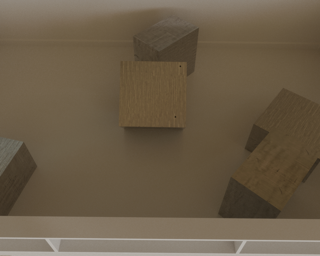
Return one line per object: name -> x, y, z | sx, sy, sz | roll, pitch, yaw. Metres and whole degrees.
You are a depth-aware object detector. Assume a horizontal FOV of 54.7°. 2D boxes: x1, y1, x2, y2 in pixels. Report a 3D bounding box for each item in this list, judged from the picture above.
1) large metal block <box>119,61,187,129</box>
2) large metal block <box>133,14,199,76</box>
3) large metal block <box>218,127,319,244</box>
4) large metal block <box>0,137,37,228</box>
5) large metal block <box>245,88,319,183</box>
large metal block -> -0.008, -0.040, 0.398 | 0.081, 0.050, 0.080 | 1, 87, 0
large metal block -> 0.009, -0.108, 0.460 | 0.050, 0.080, 0.080 | 37, 59, 27
large metal block -> 0.110, 0.060, 0.321 | 0.050, 0.080, 0.080 | 35, 58, 25
large metal block -> -0.199, 0.053, 0.341 | 0.080, 0.050, 0.080 | 11, 51, 9
large metal block -> 0.166, 0.007, 0.386 | 0.080, 0.050, 0.080 | 32, 57, 23
